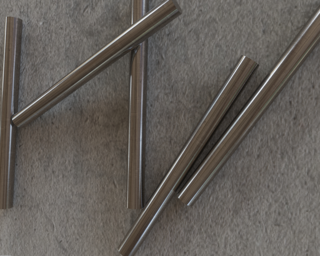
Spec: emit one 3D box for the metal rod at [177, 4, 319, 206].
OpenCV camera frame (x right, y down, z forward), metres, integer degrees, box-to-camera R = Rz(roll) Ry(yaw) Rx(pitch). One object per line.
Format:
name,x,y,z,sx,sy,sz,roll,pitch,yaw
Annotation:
metal rod,0.116,-0.028,0.367,0.025,0.025,0.299,38,102,15

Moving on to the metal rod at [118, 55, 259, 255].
metal rod,0.031,0.044,0.397,0.025,0.025,0.299,35,101,16

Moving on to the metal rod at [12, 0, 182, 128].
metal rod,-0.100,-0.078,0.424,0.300,0.025,0.025,-29,81,24

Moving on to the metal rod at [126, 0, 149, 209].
metal rod,-0.030,-0.042,0.418,0.025,0.025,0.298,2,91,19

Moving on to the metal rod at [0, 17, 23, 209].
metal rod,-0.239,-0.023,0.491,0.025,0.025,0.298,4,91,19
